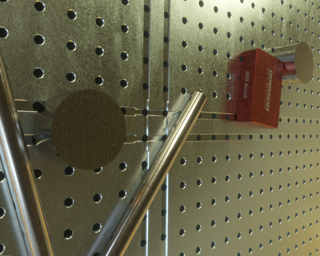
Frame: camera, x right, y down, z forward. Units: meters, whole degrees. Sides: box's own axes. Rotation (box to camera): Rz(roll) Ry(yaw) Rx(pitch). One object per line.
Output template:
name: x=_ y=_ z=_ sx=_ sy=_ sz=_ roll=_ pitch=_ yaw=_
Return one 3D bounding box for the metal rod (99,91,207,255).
metal rod: x=-0.012 y=0.072 z=0.401 sx=0.025 sy=0.025 sz=0.300 roll=46 pitch=63 yaw=-31

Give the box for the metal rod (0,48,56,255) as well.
metal rod: x=-0.129 y=0.074 z=0.302 sx=0.025 sy=0.025 sz=0.298 roll=-19 pitch=102 yaw=-39

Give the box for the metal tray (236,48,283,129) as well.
metal tray: x=0.184 y=-0.068 z=0.563 sx=0.091 sy=0.030 sz=0.129 roll=11 pitch=83 yaw=-40

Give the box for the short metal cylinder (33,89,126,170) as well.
short metal cylinder: x=-0.083 y=0.001 z=0.324 sx=0.081 sy=0.050 sz=0.079 roll=0 pitch=90 yaw=-40

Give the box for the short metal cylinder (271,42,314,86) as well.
short metal cylinder: x=0.263 y=-0.126 z=0.617 sx=0.081 sy=0.050 sz=0.079 roll=0 pitch=90 yaw=-40
